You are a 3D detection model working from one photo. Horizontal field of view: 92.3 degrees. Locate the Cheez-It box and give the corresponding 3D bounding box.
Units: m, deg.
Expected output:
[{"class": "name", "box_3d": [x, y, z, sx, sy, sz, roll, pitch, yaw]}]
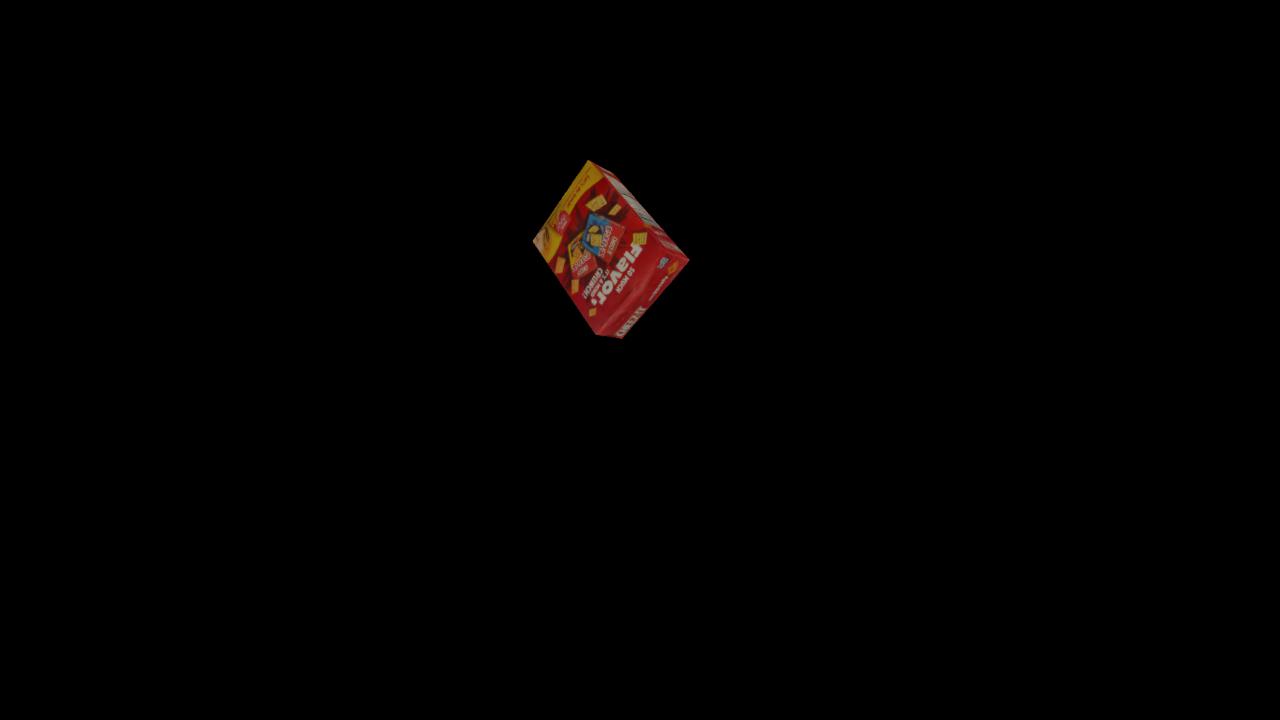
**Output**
[{"class": "Cheez-It box", "box_3d": [-0.052, -0.167, 0.933, 0.071, 0.223, 0.166, 8, -50, -52]}]
